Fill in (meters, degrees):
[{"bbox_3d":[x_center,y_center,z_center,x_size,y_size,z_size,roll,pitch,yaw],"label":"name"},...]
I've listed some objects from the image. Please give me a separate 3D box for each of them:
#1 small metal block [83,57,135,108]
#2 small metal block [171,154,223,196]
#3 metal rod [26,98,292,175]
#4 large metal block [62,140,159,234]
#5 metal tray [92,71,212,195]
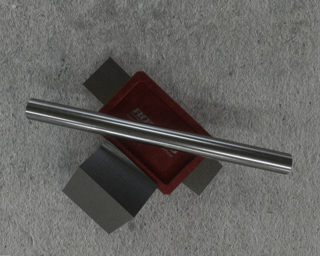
[{"bbox_3d":[-0.064,-0.057,0.410,0.050,0.025,0.050,45,90,-1],"label":"small metal block"},{"bbox_3d":[0.046,0.053,0.411,0.050,0.025,0.050,39,90,-1],"label":"small metal block"},{"bbox_3d":[0.000,0.010,0.356,0.302,0.025,0.025,12,90,-1],"label":"metal rod"},{"bbox_3d":[-0.062,0.073,0.374,0.080,0.080,0.050,43,48,0],"label":"large metal block"},{"bbox_3d":[-0.008,0.006,0.383,0.130,0.030,0.090,44,90,-1],"label":"metal tray"}]
